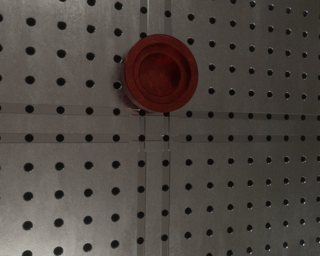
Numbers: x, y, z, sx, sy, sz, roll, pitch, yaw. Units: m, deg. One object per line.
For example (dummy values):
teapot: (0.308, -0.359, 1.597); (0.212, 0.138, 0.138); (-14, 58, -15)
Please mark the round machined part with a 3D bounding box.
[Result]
round machined part: (-0.003, -0.068, 0.403); (0.099, 0.042, 0.097); (0, 90, -21)
